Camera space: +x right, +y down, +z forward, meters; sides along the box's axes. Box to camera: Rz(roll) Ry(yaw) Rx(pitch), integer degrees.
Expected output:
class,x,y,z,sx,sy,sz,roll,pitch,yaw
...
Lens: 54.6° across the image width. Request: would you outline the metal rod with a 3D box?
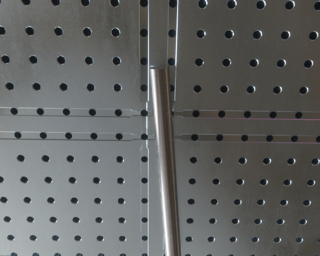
class,x,y,z,sx,sy,sz,roll,pitch,yaw
metal rod,0.010,0.064,0.436,0.025,0.025,0.298,-4,110,1
